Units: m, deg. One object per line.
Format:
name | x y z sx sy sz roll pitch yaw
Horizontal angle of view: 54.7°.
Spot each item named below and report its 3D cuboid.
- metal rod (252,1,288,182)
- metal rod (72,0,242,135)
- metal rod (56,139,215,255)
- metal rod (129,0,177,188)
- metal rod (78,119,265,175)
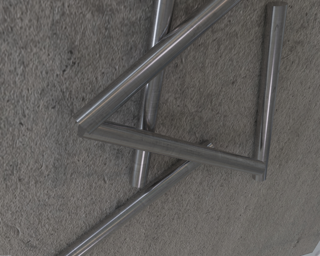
metal rod | 0.163 -0.034 0.474 0.025 0.025 0.298 -19 126 -17
metal rod | 0.031 -0.103 0.330 0.301 0.025 0.025 -43 130 -10
metal rod | -0.041 0.118 0.456 0.301 0.025 0.025 -37 129 -3
metal rod | -0.009 -0.054 0.367 0.025 0.025 0.298 -5 121 -26
metal rod | 0.038 0.031 0.412 0.302 0.025 0.025 15 110 -35
